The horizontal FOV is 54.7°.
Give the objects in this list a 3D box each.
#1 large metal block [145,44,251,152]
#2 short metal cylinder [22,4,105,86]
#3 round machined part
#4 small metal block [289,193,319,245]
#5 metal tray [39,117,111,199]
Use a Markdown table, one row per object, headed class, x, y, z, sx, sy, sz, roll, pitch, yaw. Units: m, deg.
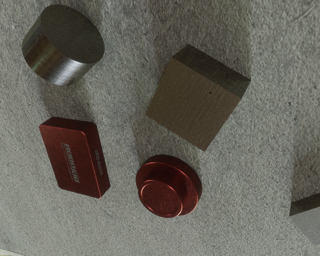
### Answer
| class | x | y | z | sx | sy | sz | roll | pitch | yaw |
| --- | --- | --- | --- | --- | --- | --- | --- | --- | --- |
| large metal block | 0.041 | -0.034 | 0.348 | 0.080 | 0.050 | 0.079 | 32 | 129 | 7 |
| short metal cylinder | -0.115 | -0.098 | 0.371 | 0.050 | 0.080 | 0.080 | -32 | 101 | 38 |
| round machined part | 0.008 | 0.091 | 0.448 | 0.098 | 0.042 | 0.097 | 13 | 124 | 21 |
| small metal block | 0.194 | 0.108 | 0.372 | 0.050 | 0.025 | 0.050 | 48 | 129 | -6 |
| metal tray | -0.137 | 0.049 | 0.506 | 0.090 | 0.030 | 0.129 | 8 | 122 | 24 |
